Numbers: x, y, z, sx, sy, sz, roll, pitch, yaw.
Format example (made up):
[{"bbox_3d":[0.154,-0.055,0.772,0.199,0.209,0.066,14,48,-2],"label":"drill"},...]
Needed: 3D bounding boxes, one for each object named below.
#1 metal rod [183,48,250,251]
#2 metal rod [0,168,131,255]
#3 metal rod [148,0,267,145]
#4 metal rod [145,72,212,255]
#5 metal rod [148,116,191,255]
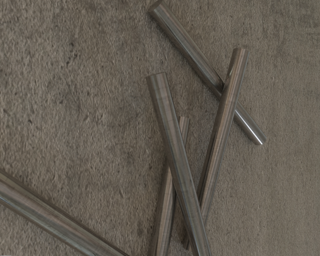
[{"bbox_3d":[0.083,0.029,0.453,0.025,0.025,0.299,18,85,-39],"label":"metal rod"},{"bbox_3d":[-0.060,0.135,0.334,0.300,0.025,0.025,44,63,-24],"label":"metal rod"},{"bbox_3d":[0.086,-0.068,0.476,0.300,0.025,0.025,44,64,-31],"label":"metal rod"},{"bbox_3d":[0.032,0.077,0.397,0.025,0.025,0.298,-25,106,-37],"label":"metal rod"},{"bbox_3d":[0.004,0.132,0.407,0.025,0.025,0.299,17,79,-39],"label":"metal rod"}]
